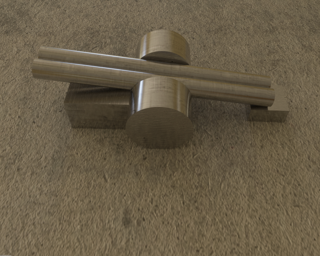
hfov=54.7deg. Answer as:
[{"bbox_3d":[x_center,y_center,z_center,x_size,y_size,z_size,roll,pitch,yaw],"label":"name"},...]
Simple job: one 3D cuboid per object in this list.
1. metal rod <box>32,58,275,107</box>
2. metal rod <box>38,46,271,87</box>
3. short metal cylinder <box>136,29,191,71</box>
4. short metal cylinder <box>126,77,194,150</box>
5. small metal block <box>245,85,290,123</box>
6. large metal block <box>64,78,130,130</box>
[{"bbox_3d":[-0.004,-0.057,0.394,0.302,0.025,0.025,6,50,-5],"label":"metal rod"},{"bbox_3d":[-0.003,-0.076,0.410,0.302,0.025,0.025,6,50,-5],"label":"metal rod"},{"bbox_3d":[0.004,-0.093,0.448,0.080,0.080,0.050,1,50,1],"label":"short metal cylinder"},{"bbox_3d":[0.000,-0.017,0.383,0.080,0.080,0.050,1,50,1],"label":"short metal cylinder"},{"bbox_3d":[0.147,-0.035,0.435,0.050,0.025,0.050,2,50,2],"label":"small metal block"},{"bbox_3d":[-0.077,-0.044,0.426,0.080,0.050,0.080,2,50,1],"label":"large metal block"}]
